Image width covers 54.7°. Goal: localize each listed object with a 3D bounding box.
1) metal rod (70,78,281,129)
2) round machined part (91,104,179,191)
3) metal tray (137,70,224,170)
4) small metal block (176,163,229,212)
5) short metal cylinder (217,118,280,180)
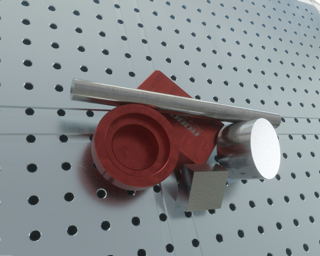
[{"bbox_3d":[0.039,-0.027,0.407,0.302,0.025,0.025,7,59,-25],"label":"metal rod"},{"bbox_3d":[-0.031,0.025,0.361,0.099,0.042,0.098,9,65,-19],"label":"round machined part"},{"bbox_3d":[0.018,-0.010,0.424,0.130,0.030,0.090,40,51,-2],"label":"metal tray"},{"bbox_3d":[0.051,0.071,0.377,0.050,0.025,0.050,3,104,-28],"label":"small metal block"},{"bbox_3d":[0.122,0.030,0.422,0.081,0.050,0.080,12,73,-43],"label":"short metal cylinder"}]
